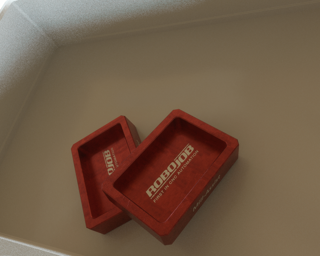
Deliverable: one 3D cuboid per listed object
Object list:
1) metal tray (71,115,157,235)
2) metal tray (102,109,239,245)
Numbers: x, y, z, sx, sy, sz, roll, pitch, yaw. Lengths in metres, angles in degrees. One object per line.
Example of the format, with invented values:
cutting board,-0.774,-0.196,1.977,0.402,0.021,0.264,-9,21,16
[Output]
metal tray,-0.060,0.056,0.399,0.090,0.030,0.130,-31,52,8
metal tray,0.014,0.046,0.338,0.090,0.030,0.130,30,64,29
